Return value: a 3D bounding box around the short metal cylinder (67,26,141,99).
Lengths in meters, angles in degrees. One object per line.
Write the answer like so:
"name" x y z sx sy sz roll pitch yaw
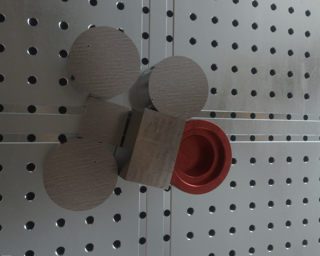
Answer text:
"short metal cylinder" -0.069 -0.075 0.373 0.081 0.050 0.080 0 90 -20

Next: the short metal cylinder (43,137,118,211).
"short metal cylinder" -0.094 0.051 0.364 0.081 0.050 0.080 0 90 -20

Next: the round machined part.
"round machined part" 0.044 0.037 0.420 0.099 0.042 0.097 0 90 -20

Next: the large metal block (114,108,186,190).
"large metal block" -0.017 0.023 0.374 0.050 0.080 0.080 17 85 -19

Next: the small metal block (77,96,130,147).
"small metal block" -0.071 -0.007 0.386 0.050 0.025 0.050 16 85 -20

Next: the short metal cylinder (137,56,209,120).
"short metal cylinder" 0.016 -0.049 0.405 0.081 0.050 0.080 0 90 -20
